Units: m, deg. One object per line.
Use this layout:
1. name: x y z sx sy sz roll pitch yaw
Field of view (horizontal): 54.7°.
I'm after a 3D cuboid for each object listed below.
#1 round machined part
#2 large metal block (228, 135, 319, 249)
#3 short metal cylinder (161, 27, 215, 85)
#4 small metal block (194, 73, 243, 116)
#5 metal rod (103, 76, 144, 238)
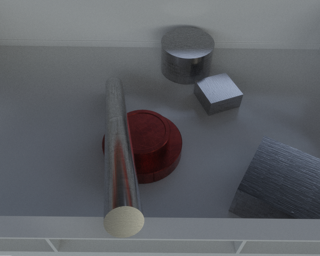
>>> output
1. round machined part: -0.022 0.016 0.381 0.099 0.042 0.098 0 50 0
2. large metal block: 0.132 0.066 0.335 0.080 0.050 0.080 25 54 19
3. short metal cylinder: 0.042 -0.113 0.485 0.081 0.050 0.080 0 50 0
4. small metal block: 0.083 -0.050 0.448 0.050 0.025 0.050 -16 52 -14
5. metal rod: -0.045 -0.003 0.326 0.025 0.025 0.300 -7 25 -6
